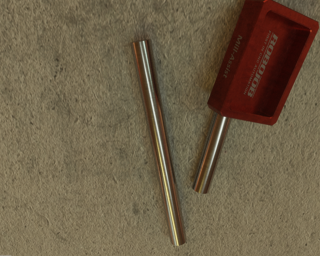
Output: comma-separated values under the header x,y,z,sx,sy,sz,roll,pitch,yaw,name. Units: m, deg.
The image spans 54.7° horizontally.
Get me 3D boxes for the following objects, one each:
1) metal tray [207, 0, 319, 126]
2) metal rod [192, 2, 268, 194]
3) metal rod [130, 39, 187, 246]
x,y,z,sx,sy,sz,roll,pitch,yaw,name
0.119,-0.072,0.360,0.091,0.030,0.129,9,109,-29,metal tray
0.090,-0.050,0.392,0.025,0.025,0.298,12,110,-5,metal rod
0.002,0.033,0.421,0.025,0.025,0.298,-9,110,3,metal rod
